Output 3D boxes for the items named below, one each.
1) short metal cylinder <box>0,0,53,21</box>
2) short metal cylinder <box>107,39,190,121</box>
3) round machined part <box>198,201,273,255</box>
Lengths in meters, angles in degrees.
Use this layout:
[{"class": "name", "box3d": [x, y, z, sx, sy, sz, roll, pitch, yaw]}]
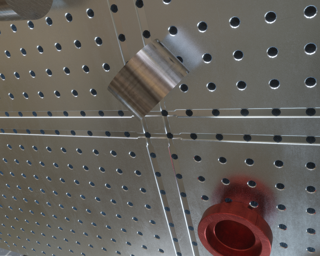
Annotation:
[{"class": "short metal cylinder", "box3d": [-0.173, -0.167, 0.361, 0.050, 0.080, 0.079, 7, 121, 24]}, {"class": "short metal cylinder", "box3d": [-0.012, -0.053, 0.348, 0.050, 0.080, 0.080, 45, 129, -4]}, {"class": "round machined part", "box3d": [0.106, 0.142, 0.431, 0.098, 0.042, 0.097, 13, 124, 20]}]
